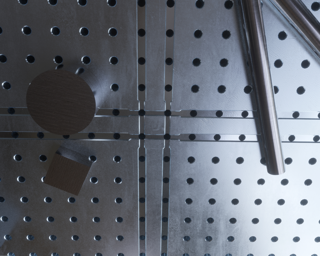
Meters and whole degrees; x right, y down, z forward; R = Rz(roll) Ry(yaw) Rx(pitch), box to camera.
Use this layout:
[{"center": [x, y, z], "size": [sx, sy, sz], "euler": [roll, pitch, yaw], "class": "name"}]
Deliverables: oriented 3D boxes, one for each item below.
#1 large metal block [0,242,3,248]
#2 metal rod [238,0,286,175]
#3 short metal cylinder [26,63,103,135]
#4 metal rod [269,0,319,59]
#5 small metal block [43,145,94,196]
[{"center": [-0.295, 0.189, 0.450], "size": [0.080, 0.080, 0.050], "euler": [40, 105, -14], "class": "large metal block"}, {"center": [0.125, -0.075, 0.387], "size": [0.025, 0.025, 0.298], "euler": [-15, 110, 5], "class": "metal rod"}, {"center": [-0.116, -0.037, 0.385], "size": [0.081, 0.050, 0.079], "euler": [0, 110, -1], "class": "short metal cylinder"}, {"center": [0.241, -0.065, 0.392], "size": [0.300, 0.025, 0.025], "euler": [41, 105, -14], "class": "metal rod"}, {"center": [-0.127, 0.060, 0.434], "size": [0.050, 0.025, 0.050], "euler": [24, 108, -9], "class": "small metal block"}]
